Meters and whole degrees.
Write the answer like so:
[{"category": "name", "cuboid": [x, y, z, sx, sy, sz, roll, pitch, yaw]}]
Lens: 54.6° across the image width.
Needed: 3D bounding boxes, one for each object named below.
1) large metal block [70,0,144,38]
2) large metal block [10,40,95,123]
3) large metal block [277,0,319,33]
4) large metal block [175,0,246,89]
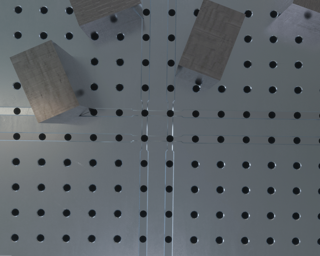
[{"category": "large metal block", "cuboid": [-0.074, -0.175, 0.400, 0.080, 0.050, 0.080, -20, 90, 0]}, {"category": "large metal block", "cuboid": [-0.128, -0.052, 0.385, 0.050, 0.080, 0.080, -23, 90, 0]}, {"category": "large metal block", "cuboid": [0.213, -0.176, 0.402, 0.080, 0.050, 0.080, 20, 90, 0]}, {"category": "large metal block", "cuboid": [0.058, -0.099, 0.386, 0.050, 0.080, 0.080, 21, 90, 0]}]
